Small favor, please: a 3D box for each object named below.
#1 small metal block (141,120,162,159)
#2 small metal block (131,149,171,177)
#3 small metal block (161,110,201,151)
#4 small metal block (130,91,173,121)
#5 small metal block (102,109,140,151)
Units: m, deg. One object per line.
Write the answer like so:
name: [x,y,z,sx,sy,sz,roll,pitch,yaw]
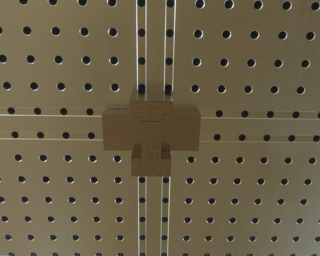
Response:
small metal block: [-0.011,0.007,0.402,0.025,0.050,0.050,1,110,-1]
small metal block: [-0.011,0.042,0.415,0.050,0.050,0.025,1,110,-1]
small metal block: [0.027,0.003,0.414,0.050,0.025,0.050,1,110,-1]
small metal block: [-0.011,-0.029,0.389,0.050,0.050,0.025,1,110,-1]
small metal block: [-0.049,0.002,0.413,0.050,0.025,0.050,0,110,-1]
